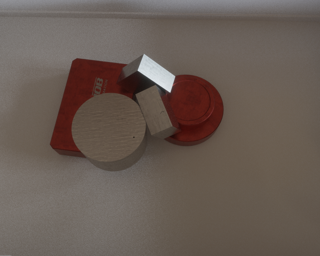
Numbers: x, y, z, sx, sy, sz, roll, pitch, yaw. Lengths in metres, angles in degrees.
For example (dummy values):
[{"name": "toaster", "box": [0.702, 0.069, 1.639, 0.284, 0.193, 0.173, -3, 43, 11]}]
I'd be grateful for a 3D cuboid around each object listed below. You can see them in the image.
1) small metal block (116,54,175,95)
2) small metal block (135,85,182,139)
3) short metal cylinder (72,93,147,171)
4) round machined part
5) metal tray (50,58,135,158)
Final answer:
[{"name": "small metal block", "box": [-0.018, -0.060, 0.389, 0.050, 0.050, 0.025, 31, 62, -28]}, {"name": "small metal block", "box": [0.000, -0.017, 0.359, 0.025, 0.050, 0.050, -24, 78, 11]}, {"name": "short metal cylinder", "box": [-0.056, 0.006, 0.360, 0.081, 0.050, 0.080, 0, 70, 0]}, {"name": "round machined part", "box": [0.035, -0.029, 0.409, 0.099, 0.042, 0.098, 0, 70, -1]}, {"name": "metal tray", "box": [-0.082, -0.025, 0.411, 0.091, 0.030, 0.130, 7, 70, 2]}]
